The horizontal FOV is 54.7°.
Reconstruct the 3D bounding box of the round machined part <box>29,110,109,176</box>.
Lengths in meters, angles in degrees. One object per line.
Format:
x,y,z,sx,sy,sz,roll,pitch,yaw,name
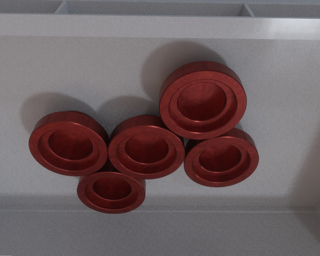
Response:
-0.115,0.016,0.407,0.099,0.042,0.097,0,130,0,round machined part

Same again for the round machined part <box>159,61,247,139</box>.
0.048,-0.036,0.364,0.099,0.042,0.097,0,130,0,round machined part

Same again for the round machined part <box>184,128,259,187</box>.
0.081,0.034,0.424,0.099,0.042,0.097,0,130,0,round machined part

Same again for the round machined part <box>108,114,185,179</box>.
-0.017,0.021,0.411,0.099,0.042,0.097,0,130,0,round machined part

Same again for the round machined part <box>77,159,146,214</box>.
-0.070,0.083,0.464,0.099,0.042,0.097,0,130,0,round machined part
